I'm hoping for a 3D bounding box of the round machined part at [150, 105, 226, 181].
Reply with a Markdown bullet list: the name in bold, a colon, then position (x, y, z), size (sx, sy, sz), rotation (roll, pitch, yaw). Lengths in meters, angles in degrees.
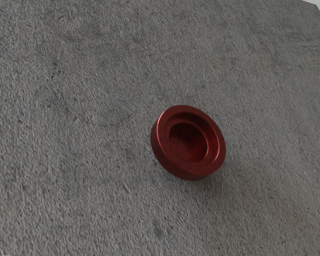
- **round machined part**: position (0.032, 0.022, 0.400), size (0.099, 0.042, 0.098), rotation (14, 56, -21)
